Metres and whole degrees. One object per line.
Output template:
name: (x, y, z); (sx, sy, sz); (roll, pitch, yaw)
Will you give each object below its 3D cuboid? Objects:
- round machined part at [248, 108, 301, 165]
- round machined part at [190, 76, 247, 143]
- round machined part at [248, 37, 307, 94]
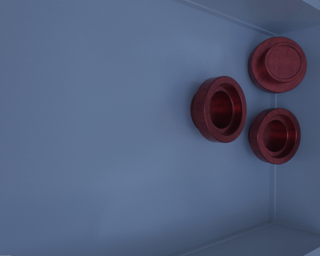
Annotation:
round machined part: (0.197, 0.014, 0.550); (0.099, 0.042, 0.097); (-1, 93, -24)
round machined part: (0.084, -0.027, 0.466); (0.099, 0.042, 0.097); (0, 90, -40)
round machined part: (0.207, -0.110, 0.536); (0.099, 0.042, 0.097); (0, 91, -2)
